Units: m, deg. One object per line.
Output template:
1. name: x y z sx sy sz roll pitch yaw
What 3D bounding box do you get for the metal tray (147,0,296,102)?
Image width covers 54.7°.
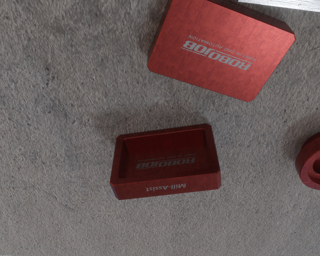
1. metal tray: 0.061 -0.087 0.331 0.131 0.030 0.089 15 128 -14

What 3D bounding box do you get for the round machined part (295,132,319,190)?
1. round machined part: 0.240 0.041 0.435 0.099 0.042 0.097 -1 130 0

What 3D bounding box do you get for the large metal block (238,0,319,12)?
1. large metal block: 0.112 -0.151 0.264 0.081 0.050 0.079 5 130 -5

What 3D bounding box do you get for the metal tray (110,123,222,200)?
1. metal tray: 0.007 0.041 0.399 0.131 0.090 0.030 -8 130 6
